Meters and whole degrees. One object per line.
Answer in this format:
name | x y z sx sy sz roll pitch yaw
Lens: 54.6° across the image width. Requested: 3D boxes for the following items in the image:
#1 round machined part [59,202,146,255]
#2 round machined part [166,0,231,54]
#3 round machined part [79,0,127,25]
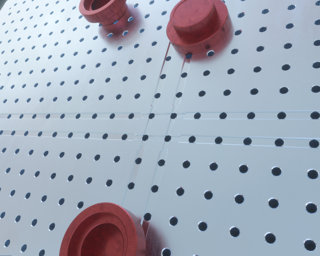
round machined part | -0.059 0.137 0.346 0.098 0.042 0.098 -13 56 21
round machined part | 0.054 -0.164 0.470 0.098 0.042 0.098 -13 56 21
round machined part | -0.104 -0.239 0.600 0.098 0.042 0.098 -13 56 21
